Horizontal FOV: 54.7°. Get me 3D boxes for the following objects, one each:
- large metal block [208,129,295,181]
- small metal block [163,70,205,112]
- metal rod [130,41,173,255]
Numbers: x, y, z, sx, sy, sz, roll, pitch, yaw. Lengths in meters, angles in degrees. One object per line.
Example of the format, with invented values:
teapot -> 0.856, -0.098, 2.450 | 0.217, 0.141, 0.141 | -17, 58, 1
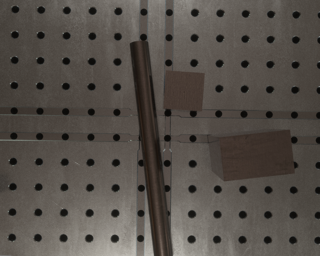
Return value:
large metal block -> 0.109, 0.031, 0.387 | 0.081, 0.080, 0.050 | -6, 90, 0
small metal block -> 0.031, -0.048, 0.414 | 0.050, 0.025, 0.050 | 4, 90, -1
metal rod -> -0.011, 0.035, 0.413 | 0.025, 0.025, 0.298 | -7, 90, 0
